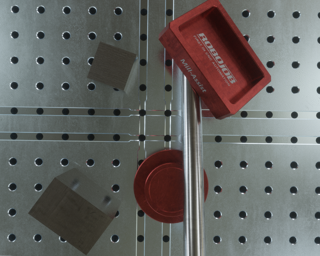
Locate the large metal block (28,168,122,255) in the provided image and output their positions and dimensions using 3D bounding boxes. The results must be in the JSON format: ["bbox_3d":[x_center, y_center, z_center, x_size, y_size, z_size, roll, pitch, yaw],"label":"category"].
[{"bbox_3d":[-0.100,0.098,0.385,0.080,0.080,0.050,36,90,-1],"label":"large metal block"}]

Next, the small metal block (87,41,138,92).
[{"bbox_3d":[-0.062,-0.080,0.413,0.050,0.025,0.050,20,90,-1],"label":"small metal block"}]

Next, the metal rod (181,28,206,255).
[{"bbox_3d":[0.040,0.017,0.380,0.025,0.025,0.299,0,77,-1],"label":"metal rod"}]

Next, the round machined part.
[{"bbox_3d":[0.015,0.077,0.405,0.099,0.042,0.097,0,90,-1],"label":"round machined part"}]

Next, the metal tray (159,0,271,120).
[{"bbox_3d":[0.071,-0.087,0.387,0.090,0.030,0.130,-39,96,-27],"label":"metal tray"}]
